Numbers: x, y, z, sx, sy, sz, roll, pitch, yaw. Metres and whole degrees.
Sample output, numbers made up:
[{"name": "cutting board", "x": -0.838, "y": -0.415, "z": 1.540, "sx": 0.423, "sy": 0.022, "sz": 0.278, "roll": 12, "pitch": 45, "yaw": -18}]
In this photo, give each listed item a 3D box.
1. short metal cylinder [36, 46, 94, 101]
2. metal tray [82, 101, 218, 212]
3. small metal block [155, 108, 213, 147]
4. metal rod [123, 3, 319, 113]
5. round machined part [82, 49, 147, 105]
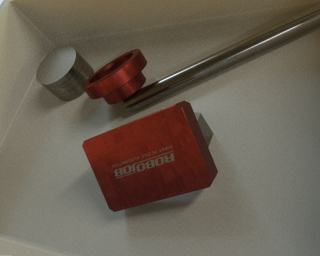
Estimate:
[{"name": "short metal cylinder", "x": -0.161, "y": -0.093, "z": 0.528, "sx": 0.080, "sy": 0.050, "sz": 0.080, "roll": -13, "pitch": 56, "yaw": 20}, {"name": "metal tray", "x": -0.013, "y": 0.034, "z": 0.344, "sx": 0.130, "sy": 0.030, "sz": 0.090, "roll": -21, "pitch": 94, "yaw": 24}, {"name": "small metal block", "x": 0.030, "y": 0.002, "z": 0.372, "sx": 0.050, "sy": 0.050, "sz": 0.025, "roll": 10, "pitch": 67, "yaw": 32}, {"name": "metal rod", "x": 0.087, "y": -0.093, "z": 0.416, "sx": 0.301, "sy": 0.025, "sz": 0.025, "roll": -24, "pitch": 53, "yaw": 13}, {"name": "round machined part", "x": -0.060, "y": -0.070, "z": 0.451, "sx": 0.098, "sy": 0.042, "sz": 0.098, "roll": -27, "pitch": 24, "yaw": 14}]
